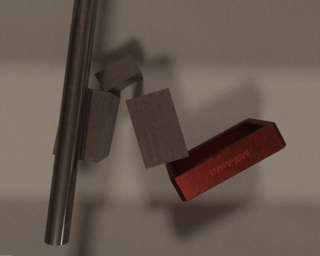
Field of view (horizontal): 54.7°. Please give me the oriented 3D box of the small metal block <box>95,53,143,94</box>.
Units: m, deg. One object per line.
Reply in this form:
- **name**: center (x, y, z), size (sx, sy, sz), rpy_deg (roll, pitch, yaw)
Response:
- **small metal block**: center (-0.051, -0.067, 0.398), size (0.050, 0.050, 0.025), rpy_deg (-31, 90, 0)

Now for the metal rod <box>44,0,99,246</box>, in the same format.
- **metal rod**: center (-0.092, -0.028, 0.330), size (0.025, 0.025, 0.298), rpy_deg (7, 90, -1)

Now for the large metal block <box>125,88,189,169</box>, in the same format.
- **large metal block**: center (-0.003, 0.000, 0.384), size (0.050, 0.080, 0.080), rpy_deg (-17, 90, 0)

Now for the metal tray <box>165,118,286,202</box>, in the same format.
- **metal tray**: center (0.073, 0.034, 0.378), size (0.130, 0.090, 0.030), rpy_deg (-29, 96, 0)

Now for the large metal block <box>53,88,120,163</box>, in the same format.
- **large metal block**: center (-0.087, -0.005, 0.383), size (0.050, 0.080, 0.080), rpy_deg (11, 90, 0)
